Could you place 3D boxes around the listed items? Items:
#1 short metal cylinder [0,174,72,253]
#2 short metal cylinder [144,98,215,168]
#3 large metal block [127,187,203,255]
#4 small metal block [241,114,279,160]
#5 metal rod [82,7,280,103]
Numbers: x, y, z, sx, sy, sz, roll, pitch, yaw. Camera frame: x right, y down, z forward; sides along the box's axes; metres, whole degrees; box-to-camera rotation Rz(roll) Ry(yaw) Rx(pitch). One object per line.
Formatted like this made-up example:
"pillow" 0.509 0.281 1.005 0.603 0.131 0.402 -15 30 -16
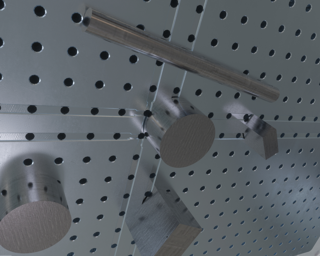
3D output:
"short metal cylinder" -0.153 0.103 0.375 0.081 0.050 0.079 -14 124 -21
"short metal cylinder" 0.026 0.006 0.413 0.081 0.050 0.079 -14 124 -21
"large metal block" 0.004 0.151 0.472 0.050 0.080 0.080 28 103 -38
"small metal block" 0.159 0.014 0.491 0.025 0.050 0.050 -30 129 -9
"metal rod" 0.050 -0.079 0.389 0.302 0.025 0.025 13 112 -34
